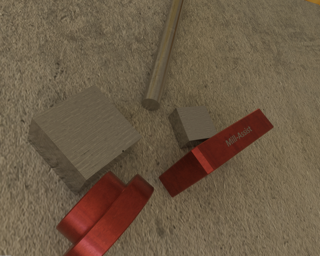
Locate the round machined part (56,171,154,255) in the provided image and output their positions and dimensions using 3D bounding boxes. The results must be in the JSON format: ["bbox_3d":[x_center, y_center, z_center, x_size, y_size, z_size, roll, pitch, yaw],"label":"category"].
[{"bbox_3d":[-0.054,0.077,0.281,0.042,0.097,0.098,43,51,1],"label":"round machined part"}]

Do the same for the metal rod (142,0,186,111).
[{"bbox_3d":[0.015,-0.150,0.503,0.025,0.025,0.300,23,53,-14],"label":"metal rod"}]

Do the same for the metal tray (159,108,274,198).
[{"bbox_3d":[0.070,0.030,0.381,0.131,0.090,0.030,-27,77,-37],"label":"metal tray"}]

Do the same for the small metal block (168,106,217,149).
[{"bbox_3d":[0.046,-0.002,0.430,0.050,0.025,0.050,-7,65,-31],"label":"small metal block"}]

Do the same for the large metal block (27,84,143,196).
[{"bbox_3d":[-0.081,0.012,0.337,0.080,0.050,0.080,48,51,5],"label":"large metal block"}]
